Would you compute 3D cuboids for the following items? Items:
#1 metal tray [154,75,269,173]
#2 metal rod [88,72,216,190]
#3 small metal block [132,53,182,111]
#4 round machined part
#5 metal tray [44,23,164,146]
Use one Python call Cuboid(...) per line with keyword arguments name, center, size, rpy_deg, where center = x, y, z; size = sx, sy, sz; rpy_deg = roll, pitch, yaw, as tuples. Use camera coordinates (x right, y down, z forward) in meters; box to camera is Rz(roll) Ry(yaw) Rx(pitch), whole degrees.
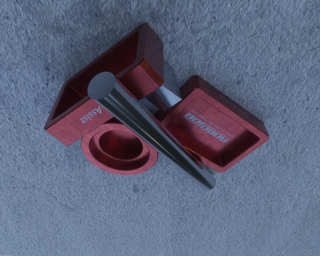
Cuboid(name="metal tray", center=(0.065, 0.000, 0.407), size=(0.131, 0.030, 0.090), rpy_deg=(31, 124, -24))
Cuboid(name="metal rod", center=(0.016, 0.026, 0.361), size=(0.025, 0.025, 0.300), rpy_deg=(-21, 149, 16))
Cuboid(name="small metal block", center=(-0.006, -0.054, 0.340), size=(0.025, 0.050, 0.050), rpy_deg=(-34, 137, 28))
Cuboid(name="round machined part", center=(-0.049, 0.015, 0.405), size=(0.099, 0.042, 0.097), rpy_deg=(4, 134, 4))
Cuboid(name="metal tray", center=(-0.057, -0.046, 0.325), size=(0.130, 0.090, 0.030), rpy_deg=(-30, 124, 22))
